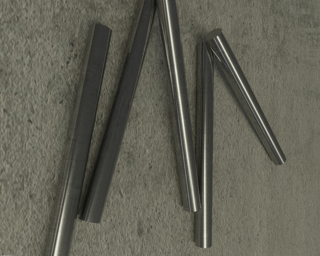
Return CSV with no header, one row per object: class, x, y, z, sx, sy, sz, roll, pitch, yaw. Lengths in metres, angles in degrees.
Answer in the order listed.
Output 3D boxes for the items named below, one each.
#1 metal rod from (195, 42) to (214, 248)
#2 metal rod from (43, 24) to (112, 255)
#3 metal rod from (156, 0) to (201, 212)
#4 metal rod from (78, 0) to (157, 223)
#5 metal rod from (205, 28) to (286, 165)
metal rod,0.066,0.024,0.459,0.025,0.025,0.298,1,89,-40
metal rod,-0.090,0.035,0.329,0.025,0.025,0.299,15,80,-39
metal rod,0.026,-0.029,0.408,0.025,0.025,0.298,-19,108,-38
metal rod,-0.042,-0.041,0.368,0.025,0.025,0.299,23,76,-38
metal rod,0.153,-0.034,0.513,0.300,0.025,0.025,51,60,-34
